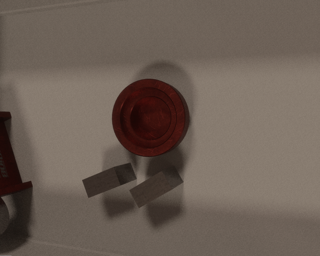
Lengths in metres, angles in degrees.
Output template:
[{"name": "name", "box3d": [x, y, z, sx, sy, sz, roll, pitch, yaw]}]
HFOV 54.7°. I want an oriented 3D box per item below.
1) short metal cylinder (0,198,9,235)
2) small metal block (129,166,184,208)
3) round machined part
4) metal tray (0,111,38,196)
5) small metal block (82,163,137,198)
[{"name": "short metal cylinder", "box3d": [-0.261, 0.128, 0.429, 0.050, 0.080, 0.080, -35, 79, 12]}, {"name": "small metal block", "box3d": [-0.003, 0.075, 0.398, 0.050, 0.050, 0.025, -33, 80, 17]}, {"name": "round machined part", "box3d": [-0.009, -0.013, 0.404, 0.098, 0.042, 0.097, 0, 90, 19]}, {"name": "metal tray", "box3d": [-0.249, 0.039, 0.475, 0.030, 0.090, 0.129, -22, 84, 18]}, {"name": "small metal block", "box3d": [-0.067, 0.070, 0.420, 0.050, 0.050, 0.025, -24, 82, 18]}]
